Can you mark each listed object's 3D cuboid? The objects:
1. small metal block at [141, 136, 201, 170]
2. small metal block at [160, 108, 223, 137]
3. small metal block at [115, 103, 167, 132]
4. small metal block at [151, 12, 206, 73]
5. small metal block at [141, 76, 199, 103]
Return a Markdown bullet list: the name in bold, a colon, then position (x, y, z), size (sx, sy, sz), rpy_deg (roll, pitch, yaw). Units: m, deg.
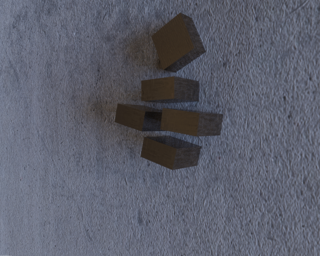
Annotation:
- **small metal block**: position (0.014, 0.029, 0.378), size (0.050, 0.050, 0.025), rpy_deg (18, 102, 38)
- **small metal block**: position (0.037, -0.007, 0.358), size (0.050, 0.050, 0.025), rpy_deg (11, 97, 39)
- **small metal block**: position (-0.022, -0.014, 0.407), size (0.050, 0.050, 0.025), rpy_deg (18, 102, 38)
- **small metal block**: position (0.022, -0.105, 0.387), size (0.050, 0.025, 0.050), rpy_deg (-30, 72, 36)
- **small metal block**: position (0.013, -0.045, 0.378), size (0.050, 0.050, 0.025), rpy_deg (0, 90, 40)
